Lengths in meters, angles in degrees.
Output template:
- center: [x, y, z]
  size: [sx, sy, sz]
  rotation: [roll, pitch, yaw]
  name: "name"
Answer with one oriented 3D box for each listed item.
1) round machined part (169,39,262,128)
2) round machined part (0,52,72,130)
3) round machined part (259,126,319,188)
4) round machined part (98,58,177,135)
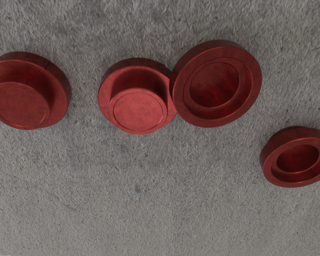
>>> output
- center: [0.058, -0.051, 0.345]
  size: [0.099, 0.042, 0.097]
  rotation: [-6, 126, -8]
  name: "round machined part"
- center: [-0.158, -0.036, 0.364]
  size: [0.099, 0.042, 0.097]
  rotation: [0, 130, 0]
  name: "round machined part"
- center: [0.187, 0.036, 0.428]
  size: [0.099, 0.042, 0.097]
  rotation: [0, 130, 0]
  name: "round machined part"
- center: [-0.025, -0.030, 0.370]
  size: [0.099, 0.042, 0.097]
  rotation: [0, 130, 0]
  name: "round machined part"
